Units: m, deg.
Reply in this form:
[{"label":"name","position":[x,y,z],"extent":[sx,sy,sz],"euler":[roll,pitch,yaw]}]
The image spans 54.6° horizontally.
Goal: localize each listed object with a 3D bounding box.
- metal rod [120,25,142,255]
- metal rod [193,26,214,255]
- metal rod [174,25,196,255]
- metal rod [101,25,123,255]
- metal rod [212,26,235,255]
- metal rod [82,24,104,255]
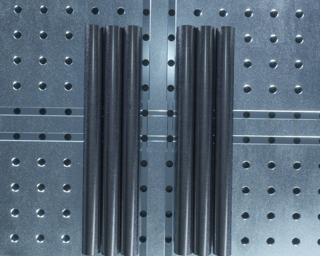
[{"label":"metal rod","position":[-0.038,0.016,0.413],"extent":[0.025,0.025,0.298],"euler":[1,90,0]},{"label":"metal rod","position":[0.058,0.017,0.413],"extent":[0.025,0.025,0.298],"euler":[1,90,0]},{"label":"metal rod","position":[0.033,0.016,0.413],"extent":[0.025,0.025,0.298],"euler":[1,90,0]},{"label":"metal rod","position":[-0.063,0.017,0.412],"extent":[0.025,0.025,0.298],"euler":[1,90,0]},{"label":"metal rod","position":[0.085,0.017,0.413],"extent":[0.025,0.025,0.298],"euler":[1,90,0]},{"label":"metal rod","position":[-0.089,0.015,0.412],"extent":[0.025,0.025,0.298],"euler":[1,90,0]}]
